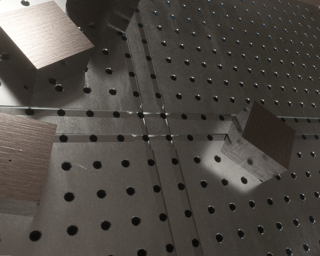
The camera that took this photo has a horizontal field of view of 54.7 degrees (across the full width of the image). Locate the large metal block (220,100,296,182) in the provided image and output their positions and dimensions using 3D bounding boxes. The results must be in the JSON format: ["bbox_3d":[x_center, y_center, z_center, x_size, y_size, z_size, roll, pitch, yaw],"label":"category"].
[{"bbox_3d":[0.148,0.020,0.462,0.080,0.050,0.080,35,51,-5],"label":"large metal block"}]

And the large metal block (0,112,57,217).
[{"bbox_3d":[-0.150,0.033,0.292,0.081,0.050,0.080,14,56,-21],"label":"large metal block"}]

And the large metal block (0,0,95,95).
[{"bbox_3d":[-0.142,-0.099,0.377,0.080,0.050,0.080,49,51,5],"label":"large metal block"}]

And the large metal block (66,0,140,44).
[{"bbox_3d":[-0.082,-0.183,0.442,0.080,0.080,0.050,49,51,6],"label":"large metal block"}]
